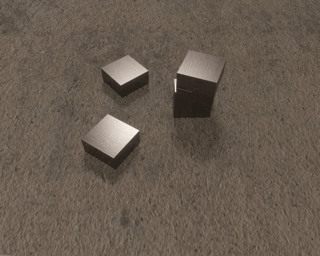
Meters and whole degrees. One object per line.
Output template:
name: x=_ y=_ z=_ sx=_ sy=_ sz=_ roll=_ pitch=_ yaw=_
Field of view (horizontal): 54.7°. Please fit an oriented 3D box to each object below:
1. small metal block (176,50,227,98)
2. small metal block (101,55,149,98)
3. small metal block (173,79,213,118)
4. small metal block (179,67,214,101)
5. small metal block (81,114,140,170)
small metal block: x=0.053 y=-0.070 z=0.398 sx=0.050 sy=0.025 sz=0.050 roll=16 pitch=52 yaw=13
small metal block: x=-0.053 y=-0.079 z=0.469 sx=0.050 sy=0.025 sz=0.050 roll=-33 pitch=58 yaw=-25
small metal block: x=0.044 y=-0.040 z=0.421 sx=0.050 sy=0.050 sz=0.025 roll=-1 pitch=50 yaw=-1
small metal block: x=0.051 y=-0.059 z=0.437 sx=0.050 sy=0.050 sz=0.025 roll=0 pitch=50 yaw=-1
small metal block: x=-0.061 y=0.016 z=0.389 sx=0.050 sy=0.025 sz=0.050 roll=27 pitch=55 yaw=20
